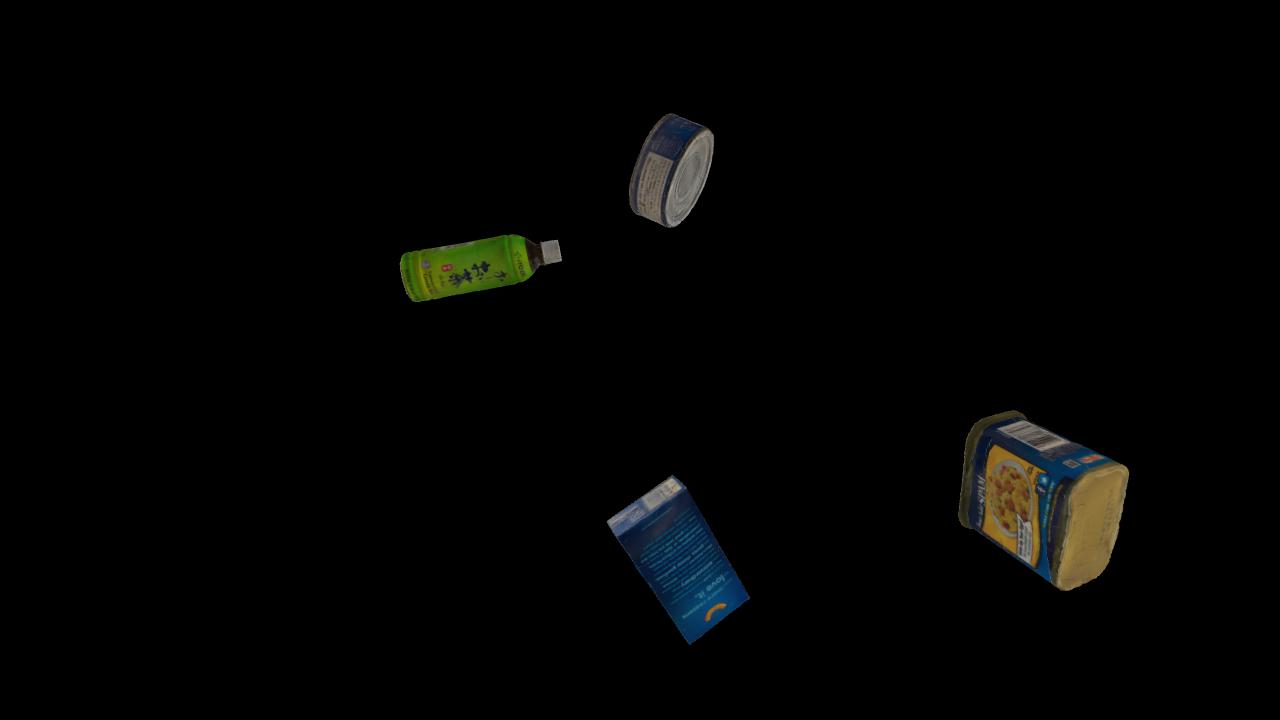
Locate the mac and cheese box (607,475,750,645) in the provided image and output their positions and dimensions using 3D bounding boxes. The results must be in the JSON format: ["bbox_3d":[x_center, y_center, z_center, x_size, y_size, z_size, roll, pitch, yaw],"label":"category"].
[{"bbox_3d":[0.047,0.228,0.697,0.093,0.184,0.041,-34,24,-12],"label":"mac and cheese box"}]

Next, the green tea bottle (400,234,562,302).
[{"bbox_3d":[-0.214,-0.132,0.844,0.212,0.073,0.073,-13,1,-3],"label":"green tea bottle"}]

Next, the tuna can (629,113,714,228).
[{"bbox_3d":[0.027,-0.151,0.496,0.034,0.084,0.084,27,8,15],"label":"tuna can"}]

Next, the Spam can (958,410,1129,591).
[{"bbox_3d":[0.291,0.101,0.450,0.058,0.101,0.085,-13,22,-14],"label":"Spam can"}]
